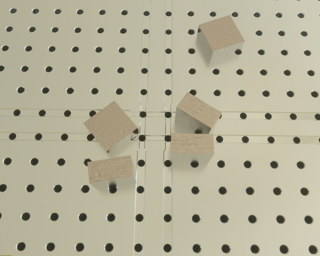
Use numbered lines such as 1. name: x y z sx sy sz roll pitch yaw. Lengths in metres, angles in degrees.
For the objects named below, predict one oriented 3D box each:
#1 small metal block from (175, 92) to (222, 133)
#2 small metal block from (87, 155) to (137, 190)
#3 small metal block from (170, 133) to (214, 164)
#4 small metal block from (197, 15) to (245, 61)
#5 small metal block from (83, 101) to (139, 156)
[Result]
1. small metal block: 0.048 -0.014 0.404 0.050 0.050 0.025 33 73 11
2. small metal block: -0.057 0.055 0.378 0.050 0.050 0.025 -9 71 -4
3. small metal block: 0.038 0.027 0.389 0.050 0.050 0.025 1 70 0
4. small metal block: 0.090 -0.134 0.462 0.050 0.025 0.050 -20 71 -8
5. small metal block: -0.064 0.001 0.411 0.050 0.025 0.050 -38 75 -13
